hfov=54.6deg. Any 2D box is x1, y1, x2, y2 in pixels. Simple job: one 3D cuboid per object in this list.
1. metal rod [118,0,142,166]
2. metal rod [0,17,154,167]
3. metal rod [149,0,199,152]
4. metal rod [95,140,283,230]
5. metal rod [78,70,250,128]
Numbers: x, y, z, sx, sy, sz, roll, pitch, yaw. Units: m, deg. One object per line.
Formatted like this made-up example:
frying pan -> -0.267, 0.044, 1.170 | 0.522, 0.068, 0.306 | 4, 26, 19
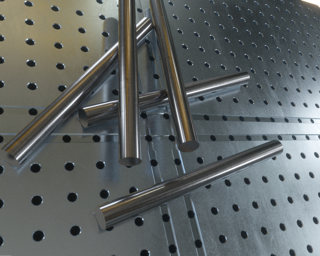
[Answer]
metal rod -> -0.042, -0.094, 0.408 | 0.025, 0.025, 0.299 | 10, 58, -23
metal rod -> -0.085, -0.067, 0.402 | 0.025, 0.025, 0.301 | 37, 51, -4
metal rod -> 0.014, -0.098, 0.449 | 0.025, 0.025, 0.300 | 9, 50, -24
metal rod -> 0.060, 0.061, 0.402 | 0.302, 0.025, 0.025 | -14, 69, -34
metal rod -> 0.027, -0.050, 0.452 | 0.302, 0.025, 0.025 | -18, 71, -35
